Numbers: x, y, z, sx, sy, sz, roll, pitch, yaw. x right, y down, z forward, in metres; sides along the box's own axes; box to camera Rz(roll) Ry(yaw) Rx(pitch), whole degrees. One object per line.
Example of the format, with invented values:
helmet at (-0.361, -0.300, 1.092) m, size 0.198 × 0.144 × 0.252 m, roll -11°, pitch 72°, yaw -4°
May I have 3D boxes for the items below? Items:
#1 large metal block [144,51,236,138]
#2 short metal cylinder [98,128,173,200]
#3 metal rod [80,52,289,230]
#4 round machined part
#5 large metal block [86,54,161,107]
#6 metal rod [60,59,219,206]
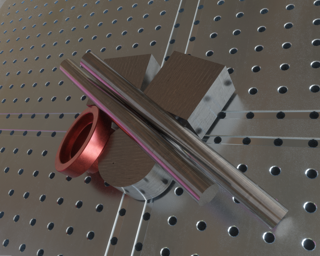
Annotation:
large metal block at (0.035, -0.043, 0.394) m, size 0.080 × 0.050 × 0.080 m, roll 27°, pitch 77°, yaw 37°
short metal cylinder at (-0.027, 0.041, 0.375) m, size 0.080 × 0.050 × 0.080 m, roll -13°, pitch 56°, yaw 21°
metal rod at (0.009, -0.002, 0.352) m, size 0.300 × 0.025 × 0.025 m, roll 40°, pitch 85°, yaw 24°
round machined part at (-0.094, 0.022, 0.414) m, size 0.098 × 0.042 × 0.098 m, roll -35°, pitch 36°, yaw 31°
large metal block at (-0.046, -0.054, 0.441) m, size 0.080 × 0.050 × 0.080 m, roll 1°, pitch 62°, yaw 28°
metal rod at (-0.047, -0.016, 0.372) m, size 0.025 × 0.025 × 0.300 m, roll -47°, pitch 52°, yaw -4°
